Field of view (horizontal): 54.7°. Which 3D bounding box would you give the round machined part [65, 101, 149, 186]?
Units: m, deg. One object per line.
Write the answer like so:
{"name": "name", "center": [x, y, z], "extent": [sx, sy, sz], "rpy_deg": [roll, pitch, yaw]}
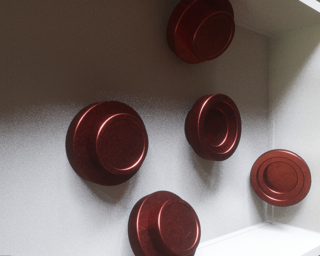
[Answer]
{"name": "round machined part", "center": [-0.052, 0.017, 0.353], "extent": [0.099, 0.042, 0.097], "rpy_deg": [0, 90, -40]}

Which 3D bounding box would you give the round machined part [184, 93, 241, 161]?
{"name": "round machined part", "center": [0.075, -0.001, 0.461], "extent": [0.099, 0.042, 0.097], "rpy_deg": [0, 90, -40]}

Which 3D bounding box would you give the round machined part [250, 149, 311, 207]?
{"name": "round machined part", "center": [0.214, 0.085, 0.549], "extent": [0.042, 0.098, 0.097], "rpy_deg": [-10, 98, -65]}

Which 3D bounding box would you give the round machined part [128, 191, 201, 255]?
{"name": "round machined part", "center": [0.013, 0.126, 0.386], "extent": [0.099, 0.042, 0.098], "rpy_deg": [22, 53, -32]}

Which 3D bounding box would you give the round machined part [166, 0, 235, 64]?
{"name": "round machined part", "center": [0.061, -0.130, 0.418], "extent": [0.099, 0.042, 0.097], "rpy_deg": [-21, 137, -21]}
